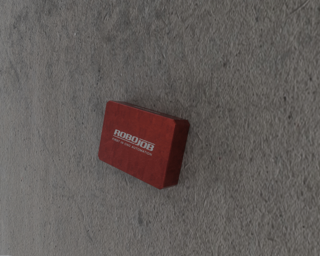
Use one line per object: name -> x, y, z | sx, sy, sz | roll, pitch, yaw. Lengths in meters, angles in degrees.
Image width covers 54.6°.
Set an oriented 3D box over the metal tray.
metal tray -> -0.027, 0.018, 0.425 | 0.130, 0.030, 0.089 | 18, 102, 38
